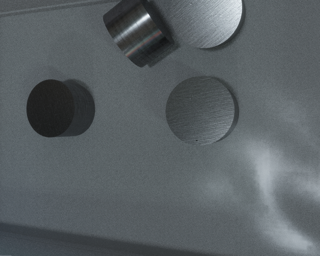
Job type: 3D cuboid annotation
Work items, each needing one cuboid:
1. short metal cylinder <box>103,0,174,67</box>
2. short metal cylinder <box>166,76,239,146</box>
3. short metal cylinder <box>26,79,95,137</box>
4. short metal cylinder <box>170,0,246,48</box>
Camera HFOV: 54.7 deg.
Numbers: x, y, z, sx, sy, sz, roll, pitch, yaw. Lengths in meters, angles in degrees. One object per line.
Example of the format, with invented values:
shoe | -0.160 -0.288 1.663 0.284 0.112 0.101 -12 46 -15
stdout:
short metal cylinder | -0.025 -0.124 0.390 0.050 0.080 0.080 -33 80 17
short metal cylinder | 0.053 -0.020 0.378 0.080 0.050 0.080 0 90 20
short metal cylinder | -0.142 -0.027 0.447 0.080 0.050 0.080 0 90 20
short metal cylinder | 0.058 -0.136 0.367 0.080 0.050 0.079 5 107 18
